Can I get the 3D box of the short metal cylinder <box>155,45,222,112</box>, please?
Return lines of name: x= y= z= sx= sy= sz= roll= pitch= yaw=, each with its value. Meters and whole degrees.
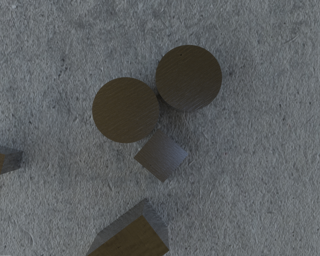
short metal cylinder: x=0.035 y=-0.061 z=0.398 sx=0.081 sy=0.050 sz=0.079 roll=0 pitch=90 yaw=-1

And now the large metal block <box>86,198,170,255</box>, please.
large metal block: x=-0.037 y=0.139 z=0.382 sx=0.080 sy=0.080 sz=0.050 roll=-37 pitch=90 yaw=0

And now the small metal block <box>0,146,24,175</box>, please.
small metal block: x=-0.212 y=0.038 z=0.395 sx=0.050 sy=0.050 sz=0.025 roll=13 pitch=90 yaw=-1

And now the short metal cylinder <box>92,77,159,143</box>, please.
short metal cylinder: x=-0.041 y=-0.022 z=0.397 sx=0.081 sy=0.050 sz=0.079 roll=0 pitch=90 yaw=-1

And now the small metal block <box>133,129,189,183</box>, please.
small metal block: x=0.001 y=0.036 z=0.410 sx=0.050 sy=0.025 sz=0.050 roll=41 pitch=90 yaw=-1
